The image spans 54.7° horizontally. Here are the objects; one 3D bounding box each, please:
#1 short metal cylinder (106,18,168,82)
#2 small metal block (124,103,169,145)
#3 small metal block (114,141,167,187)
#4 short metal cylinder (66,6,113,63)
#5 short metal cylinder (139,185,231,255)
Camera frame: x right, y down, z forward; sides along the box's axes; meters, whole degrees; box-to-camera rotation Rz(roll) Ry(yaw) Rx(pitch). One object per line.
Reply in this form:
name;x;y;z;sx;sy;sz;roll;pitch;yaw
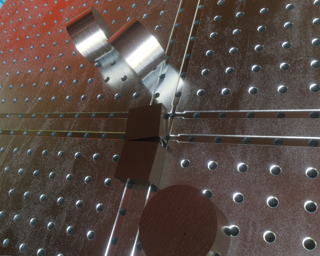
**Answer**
short metal cylinder;-0.034;-0.115;0.462;0.050;0.080;0.080;-42;51;-1
small metal block;-0.017;-0.003;0.419;0.050;0.025;0.050;-9;58;23
small metal block;-0.024;0.045;0.394;0.050;0.025;0.050;1;62;29
short metal cylinder;-0.114;-0.158;0.530;0.050;0.080;0.080;-28;52;11
short metal cylinder;0.026;0.104;0.315;0.080;0.050;0.080;-13;56;21
